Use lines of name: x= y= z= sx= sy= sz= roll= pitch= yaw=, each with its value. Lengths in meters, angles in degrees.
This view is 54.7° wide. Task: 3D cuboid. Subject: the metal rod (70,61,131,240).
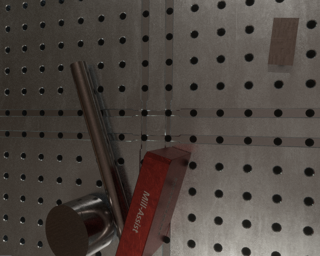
metal rod: x=-0.076 y=0.049 z=0.437 sx=0.025 sy=0.025 sz=0.299 roll=-19 pitch=84 yaw=18

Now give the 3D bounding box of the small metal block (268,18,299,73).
small metal block: x=0.139 y=-0.092 z=0.350 sx=0.025 sy=0.050 sz=0.050 roll=8 pitch=93 yaw=19

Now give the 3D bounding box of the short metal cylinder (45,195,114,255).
short metal cylinder: x=-0.111 y=0.139 z=0.429 sx=0.080 sy=0.050 sz=0.079 roll=3 pitch=95 yaw=30

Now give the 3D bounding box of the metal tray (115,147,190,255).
metal tray: x=-0.005 y=0.091 z=0.379 sx=0.030 sy=0.090 sz=0.129 roll=18 pitch=96 yaw=19
